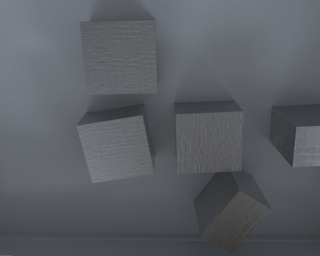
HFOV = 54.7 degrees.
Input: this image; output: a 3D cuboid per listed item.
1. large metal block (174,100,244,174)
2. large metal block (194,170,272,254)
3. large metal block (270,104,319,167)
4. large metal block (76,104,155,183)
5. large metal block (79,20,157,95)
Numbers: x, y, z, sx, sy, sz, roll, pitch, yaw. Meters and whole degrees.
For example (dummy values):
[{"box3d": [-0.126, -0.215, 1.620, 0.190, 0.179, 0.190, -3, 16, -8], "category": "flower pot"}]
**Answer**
[{"box3d": [0.061, 0.011, 0.402, 0.080, 0.050, 0.079, -3, 110, 1], "category": "large metal block"}, {"box3d": [0.094, 0.104, 0.421, 0.050, 0.080, 0.080, 32, 107, -11], "category": "large metal block"}, {"box3d": [0.192, 0.006, 0.386, 0.080, 0.080, 0.050, -3, 110, 1], "category": "large metal block"}, {"box3d": [-0.054, 0.019, 0.404, 0.080, 0.050, 0.079, -9, 110, 3], "category": "large metal block"}, {"box3d": [-0.044, -0.085, 0.366, 0.080, 0.050, 0.079, -1, 110, 0], "category": "large metal block"}]
